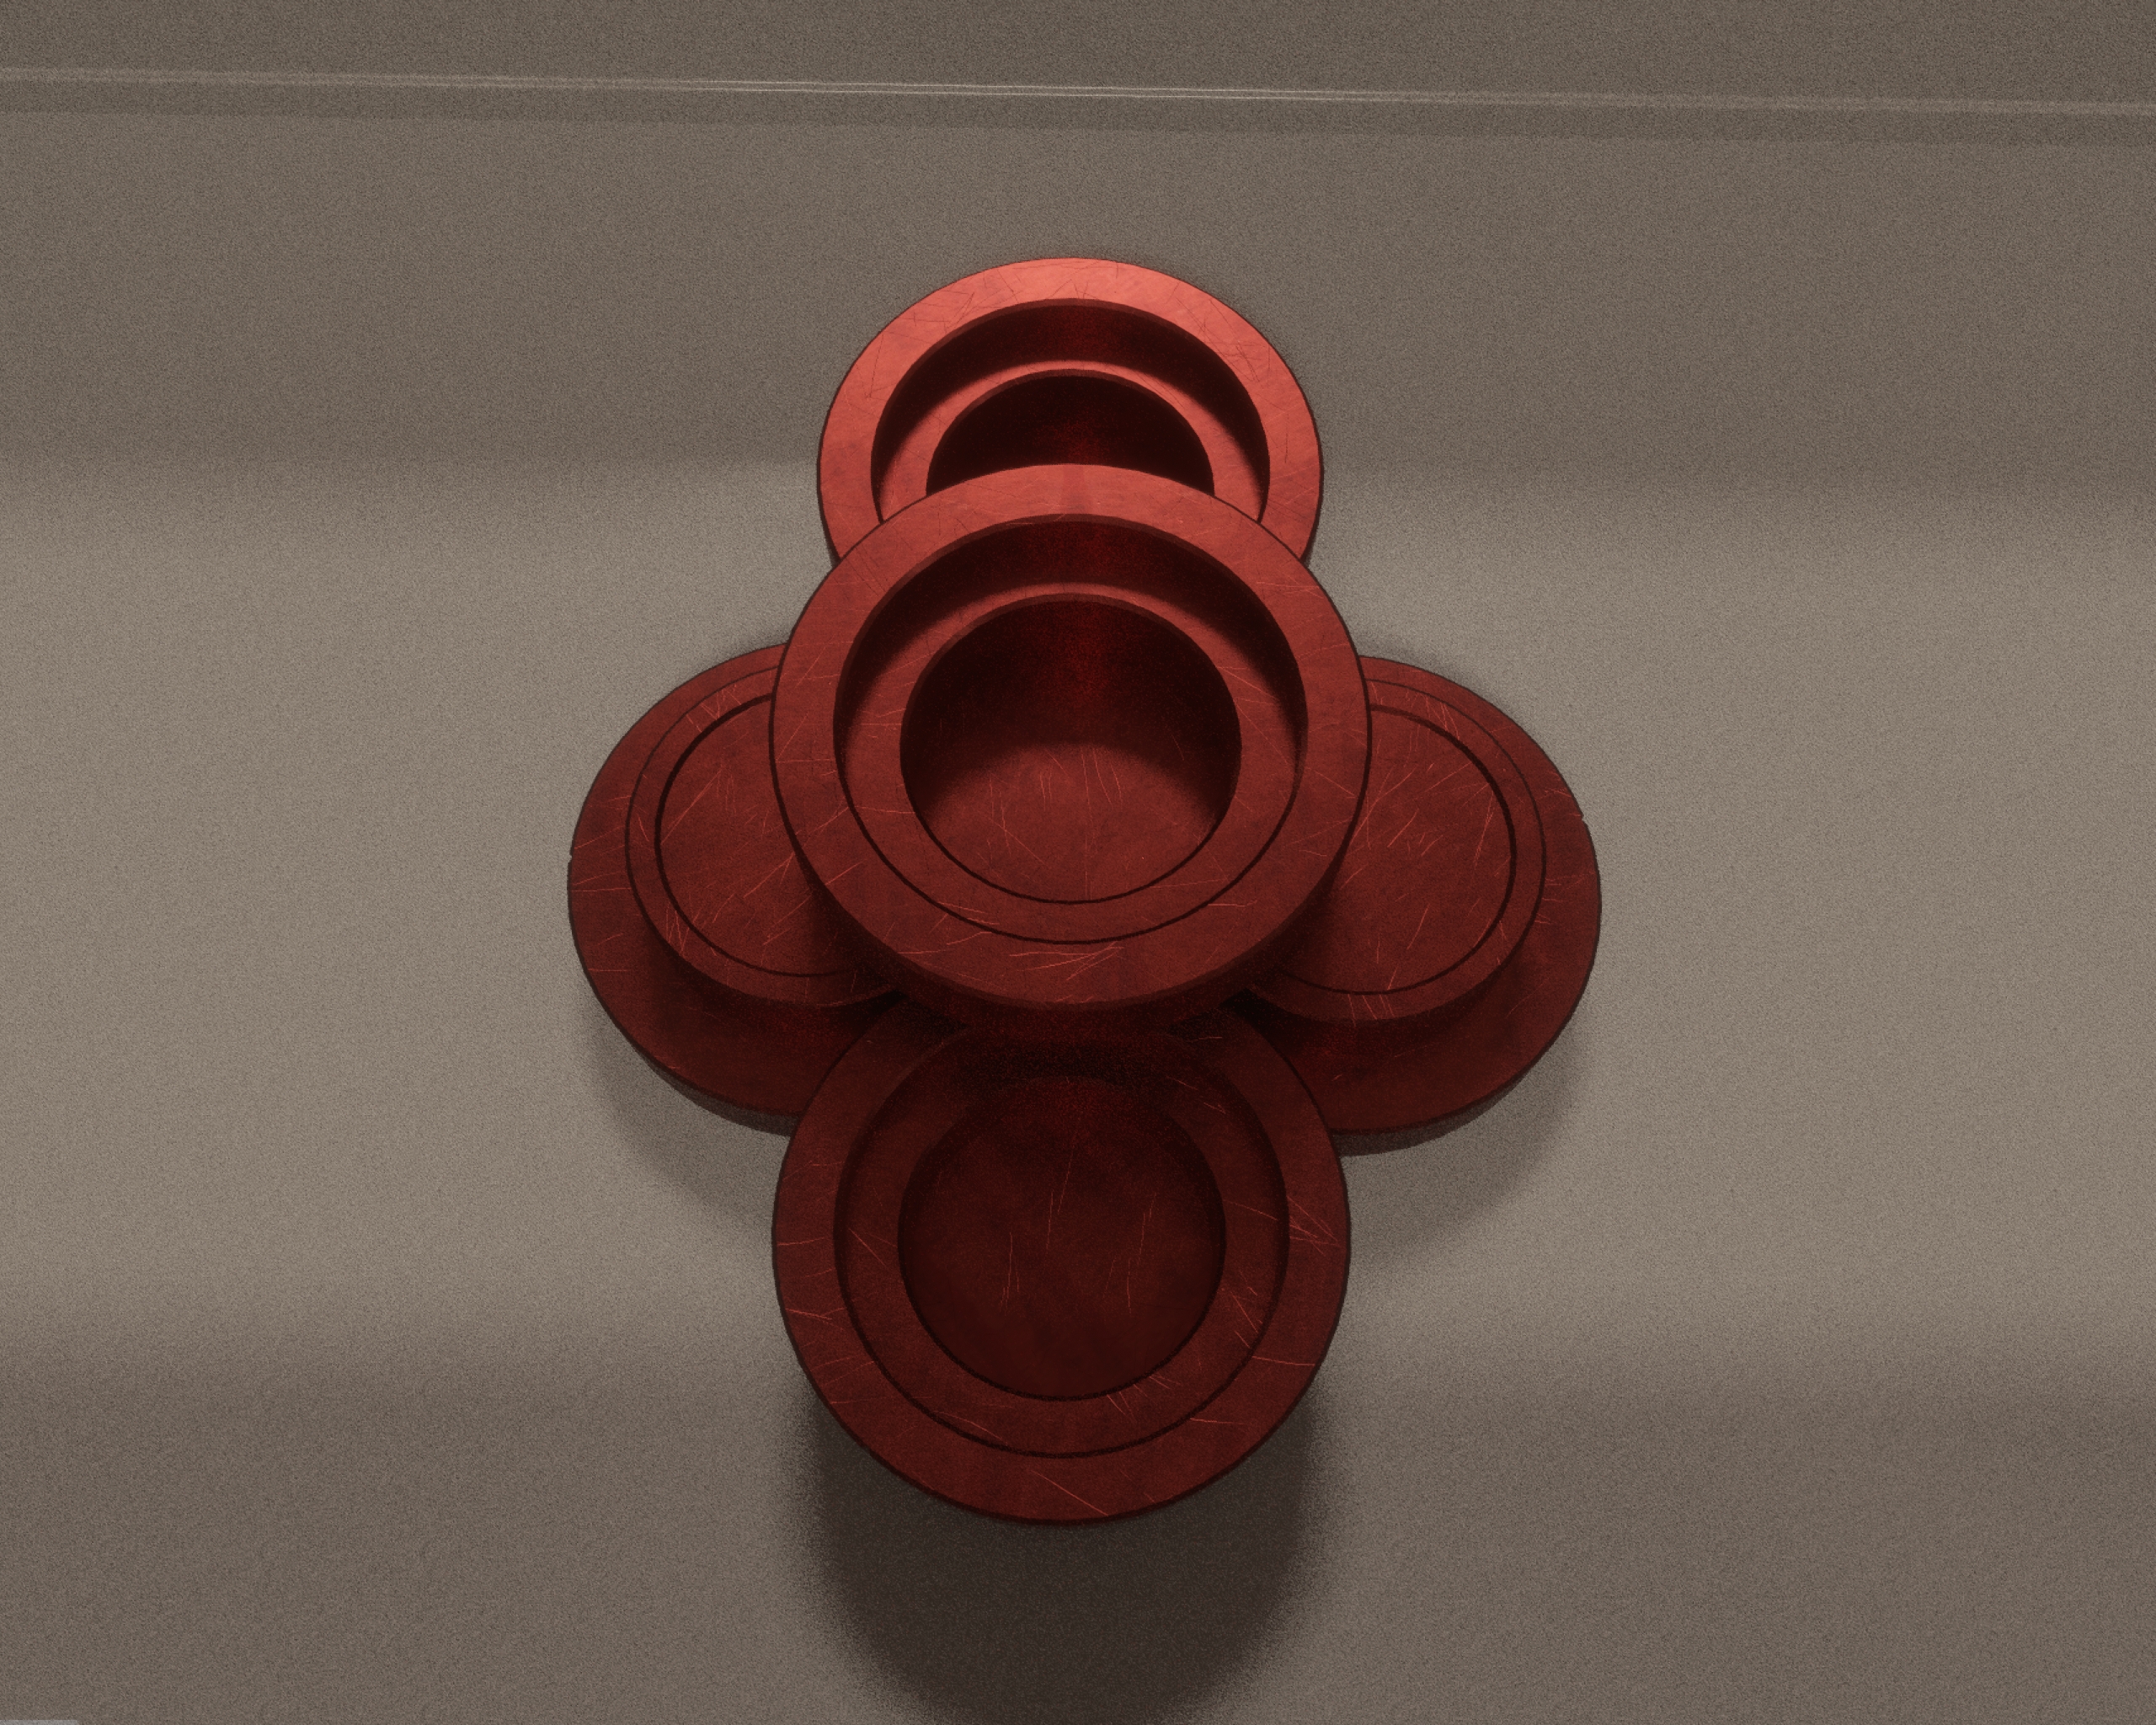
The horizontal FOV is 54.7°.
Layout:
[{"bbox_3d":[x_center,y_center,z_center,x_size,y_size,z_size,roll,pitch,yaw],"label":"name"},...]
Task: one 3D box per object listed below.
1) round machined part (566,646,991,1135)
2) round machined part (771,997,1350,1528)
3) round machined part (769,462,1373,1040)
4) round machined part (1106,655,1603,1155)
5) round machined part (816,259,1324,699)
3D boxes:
[{"bbox_3d":[-0.048,0.001,0.398,0.099,0.042,0.098,0,70,-1],"label":"round machined part"},{"bbox_3d":[-0.003,0.069,0.373,0.099,0.042,0.098,0,70,-1],"label":"round machined part"},{"bbox_3d":[-0.001,-0.016,0.360,0.099,0.042,0.098,0,70,-1],"label":"round machined part"},{"bbox_3d":[0.051,0.004,0.397,0.099,0.042,0.098,0,70,-1],"label":"round machined part"},{"bbox_3d":[-0.001,-0.070,0.424,0.099,0.042,0.098,0,70,-1],"label":"round machined part"}]
